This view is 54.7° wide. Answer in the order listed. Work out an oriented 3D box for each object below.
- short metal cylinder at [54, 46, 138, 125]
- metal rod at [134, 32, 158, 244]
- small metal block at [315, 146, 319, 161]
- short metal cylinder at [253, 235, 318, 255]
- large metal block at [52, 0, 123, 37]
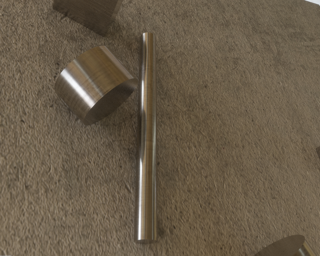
[{"bbox_3d":[-0.072,-0.048,0.359,0.050,0.080,0.080,49,51,5],"label":"short metal cylinder"},{"bbox_3d":[-0.017,-0.010,0.400,0.025,0.025,0.299,13,56,-21],"label":"metal rod"},{"bbox_3d":[0.297,0.048,0.518,0.025,0.050,0.050,9,58,-24],"label":"small metal block"},{"bbox_3d":[0.141,0.163,0.345,0.081,0.080,0.050,-23,74,-36],"label":"short metal cylinder"},{"bbox_3d":[-0.095,-0.190,0.433,0.080,0.080,0.050,28,52,-11],"label":"large metal block"}]
